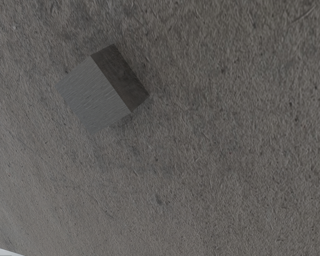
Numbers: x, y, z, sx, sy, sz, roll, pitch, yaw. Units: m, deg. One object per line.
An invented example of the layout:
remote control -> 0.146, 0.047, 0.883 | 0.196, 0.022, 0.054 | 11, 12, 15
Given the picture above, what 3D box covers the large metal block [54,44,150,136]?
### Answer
large metal block -> -0.075, -0.048, 0.401 | 0.080, 0.050, 0.080 | -27, 104, 37
